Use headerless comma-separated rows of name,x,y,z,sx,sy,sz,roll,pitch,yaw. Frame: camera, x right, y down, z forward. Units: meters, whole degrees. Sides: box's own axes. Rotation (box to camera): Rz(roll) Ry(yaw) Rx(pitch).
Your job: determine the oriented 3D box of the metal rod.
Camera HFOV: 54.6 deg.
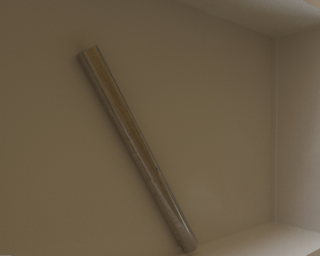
metal rod,-0.019,0.041,0.389,0.025,0.025,0.299,-39,114,-33
